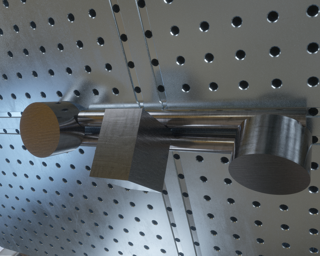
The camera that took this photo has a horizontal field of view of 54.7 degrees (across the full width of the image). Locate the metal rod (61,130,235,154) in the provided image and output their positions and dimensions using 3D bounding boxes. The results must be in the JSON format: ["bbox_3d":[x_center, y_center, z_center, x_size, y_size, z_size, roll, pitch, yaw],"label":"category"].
[{"bbox_3d":[-0.039,0.017,0.441,0.300,0.025,0.025,1,119,27],"label":"metal rod"}]

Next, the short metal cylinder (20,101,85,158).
[{"bbox_3d":[-0.160,0.001,0.461,0.080,0.050,0.079,3,97,27],"label":"short metal cylinder"}]

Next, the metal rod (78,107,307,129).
[{"bbox_3d":[0.019,-0.012,0.393,0.300,0.025,0.025,1,119,27],"label":"metal rod"}]

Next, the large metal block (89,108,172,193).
[{"bbox_3d":[-0.030,0.029,0.371,0.050,0.080,0.080,1,161,28],"label":"large metal block"}]

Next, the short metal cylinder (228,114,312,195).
[{"bbox_3d":[0.119,0.030,0.334,0.080,0.050,0.080,15,146,10],"label":"short metal cylinder"}]
